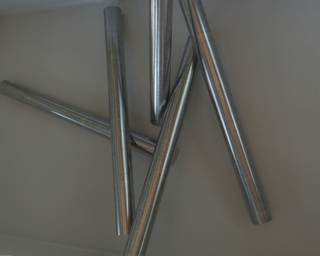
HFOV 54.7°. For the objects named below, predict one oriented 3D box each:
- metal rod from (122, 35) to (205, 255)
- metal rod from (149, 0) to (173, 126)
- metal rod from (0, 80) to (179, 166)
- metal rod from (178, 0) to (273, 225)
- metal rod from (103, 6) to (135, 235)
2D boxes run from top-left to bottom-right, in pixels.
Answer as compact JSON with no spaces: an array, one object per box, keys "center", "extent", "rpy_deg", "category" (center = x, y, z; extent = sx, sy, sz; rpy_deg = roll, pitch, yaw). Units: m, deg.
[{"center":[0.005,0.029,0.373],"extent":[0.025,0.025,0.299],"rpy_deg":[14,81,19],"category":"metal rod"},{"center":[0.001,-0.128,0.322],"extent":[0.025,0.025,0.298],"rpy_deg":[16,130,19],"category":"metal rod"},{"center":[-0.114,-0.013,0.449],"extent":[0.301,0.025,0.025],"rpy_deg":[21,97,18],"category":"metal rod"},{"center":[0.074,-0.032,0.368],"extent":[0.025,0.025,0.298],"rpy_deg":[-18,90,19],"category":"metal rod"},{"center":[-0.053,-0.018,0.405],"extent":[0.025,0.025,0.298],"rpy_deg":[-9,78,19],"category":"metal rod"}]
